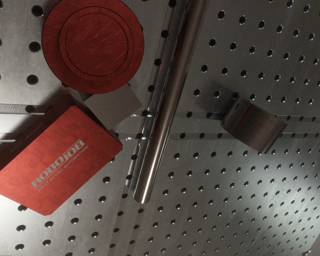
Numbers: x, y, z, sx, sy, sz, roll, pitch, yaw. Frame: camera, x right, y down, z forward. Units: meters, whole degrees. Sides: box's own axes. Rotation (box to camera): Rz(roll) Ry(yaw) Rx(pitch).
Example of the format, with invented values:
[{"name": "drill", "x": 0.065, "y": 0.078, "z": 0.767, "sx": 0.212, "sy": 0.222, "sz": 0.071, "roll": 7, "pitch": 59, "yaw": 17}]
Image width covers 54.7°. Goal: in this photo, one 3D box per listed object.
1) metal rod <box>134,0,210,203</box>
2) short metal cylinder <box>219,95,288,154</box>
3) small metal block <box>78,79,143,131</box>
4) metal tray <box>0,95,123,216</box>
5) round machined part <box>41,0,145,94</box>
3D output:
[{"name": "metal rod", "x": 0.010, "y": -0.026, "z": 0.401, "sx": 0.025, "sy": 0.025, "sz": 0.298, "roll": 1, "pitch": 118, "yaw": -29}, {"name": "short metal cylinder", "x": 0.134, "y": -0.006, "z": 0.448, "sx": 0.080, "sy": 0.080, "sz": 0.050, "roll": 20, "pitch": 107, "yaw": -36}, {"name": "small metal block", "x": -0.057, "y": -0.033, "z": 0.361, "sx": 0.050, "sy": 0.025, "sz": 0.050, "roll": -37, "pitch": 130, "yaw": -4}, {"name": "metal tray", "x": -0.121, "y": 0.035, "z": 0.365, "sx": 0.130, "sy": 0.030, "sz": 0.090, "roll": -42, "pitch": 130, "yaw": 1}, {"name": "round machined part", "x": -0.063, "y": -0.081, "z": 0.301, "sx": 0.099, "sy": 0.042, "sz": 0.097, "roll": -5, "pitch": 108, "yaw": -16}]
